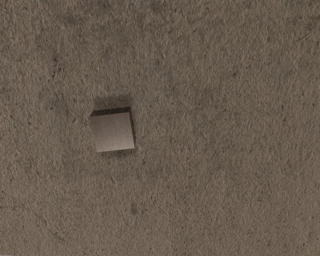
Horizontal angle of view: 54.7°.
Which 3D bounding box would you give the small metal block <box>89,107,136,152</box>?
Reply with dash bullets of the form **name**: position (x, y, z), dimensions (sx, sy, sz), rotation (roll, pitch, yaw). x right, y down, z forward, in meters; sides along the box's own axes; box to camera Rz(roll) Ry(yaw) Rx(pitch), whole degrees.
- **small metal block**: position (-0.061, 0.002, 0.410), dimensions (0.050, 0.025, 0.050), rotation (-7, 110, 2)
